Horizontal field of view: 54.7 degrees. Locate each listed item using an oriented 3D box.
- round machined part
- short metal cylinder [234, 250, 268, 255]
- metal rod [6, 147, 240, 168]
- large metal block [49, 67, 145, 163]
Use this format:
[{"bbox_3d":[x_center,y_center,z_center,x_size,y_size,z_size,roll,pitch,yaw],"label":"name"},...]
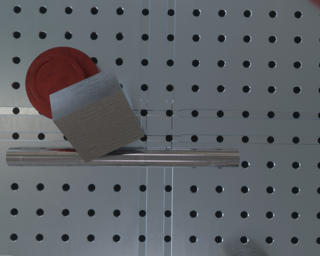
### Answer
[{"bbox_3d":[-0.127,-0.058,0.404,0.099,0.042,0.097,0,90,-1],"label":"round machined part"},{"bbox_3d":[0.125,0.209,0.402,0.081,0.050,0.079,0,90,0],"label":"short metal cylinder"},{"bbox_3d":[-0.048,0.039,0.413,0.302,0.025,0.025,0,90,0],"label":"metal rod"},{"bbox_3d":[-0.075,-0.014,0.378,0.080,0.080,0.050,-25,46,-2],"label":"large metal block"}]
